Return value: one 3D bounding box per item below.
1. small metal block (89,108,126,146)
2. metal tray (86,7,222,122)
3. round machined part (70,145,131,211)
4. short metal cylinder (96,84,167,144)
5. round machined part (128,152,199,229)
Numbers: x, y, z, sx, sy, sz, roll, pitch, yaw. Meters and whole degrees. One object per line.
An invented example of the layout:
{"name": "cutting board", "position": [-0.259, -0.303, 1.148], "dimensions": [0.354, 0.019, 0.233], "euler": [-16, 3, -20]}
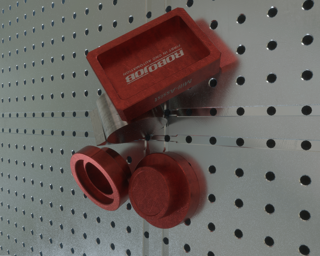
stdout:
{"name": "small metal block", "position": [-0.068, -0.004, 0.445], "dimensions": [0.025, 0.050, 0.050], "euler": [-27, 73, 46]}
{"name": "metal tray", "position": [-0.007, -0.076, 0.360], "dimensions": [0.131, 0.030, 0.090], "euler": [-29, 66, -7]}
{"name": "round machined part", "position": [-0.079, 0.066, 0.444], "dimensions": [0.098, 0.042, 0.097], "euler": [23, 132, 29]}
{"name": "short metal cylinder", "position": [-0.037, -0.018, 0.402], "dimensions": [0.080, 0.081, 0.050], "euler": [-32, 71, 35]}
{"name": "round machined part", "position": [-0.002, 0.080, 0.398], "dimensions": [0.098, 0.042, 0.097], "euler": [0, 90, 39]}
